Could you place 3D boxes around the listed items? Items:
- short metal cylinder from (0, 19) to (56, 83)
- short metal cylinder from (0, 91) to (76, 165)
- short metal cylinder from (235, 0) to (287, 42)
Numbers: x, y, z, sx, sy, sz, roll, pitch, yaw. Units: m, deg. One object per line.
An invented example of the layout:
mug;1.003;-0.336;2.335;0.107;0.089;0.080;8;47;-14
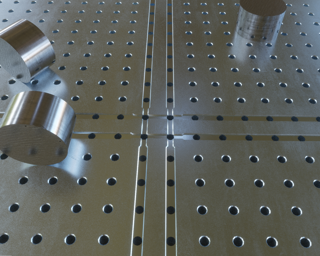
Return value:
short metal cylinder;-0.207;-0.116;0.467;0.080;0.080;0.050;26;55;20
short metal cylinder;-0.146;0.002;0.369;0.080;0.080;0.050;1;50;1
short metal cylinder;0.181;-0.201;0.561;0.081;0.050;0.080;0;50;0
